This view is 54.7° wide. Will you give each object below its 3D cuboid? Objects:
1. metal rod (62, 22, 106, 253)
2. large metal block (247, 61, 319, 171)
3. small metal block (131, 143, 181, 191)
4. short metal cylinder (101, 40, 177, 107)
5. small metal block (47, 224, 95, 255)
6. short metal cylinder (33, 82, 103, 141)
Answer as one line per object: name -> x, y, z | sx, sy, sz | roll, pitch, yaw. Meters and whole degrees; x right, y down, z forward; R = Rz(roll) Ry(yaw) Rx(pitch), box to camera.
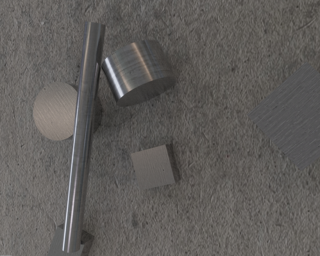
metal rod -> -0.100, 0.019, 0.399 | 0.025, 0.025, 0.298 | 12, 101, 19
large metal block -> 0.156, -0.012, 0.341 | 0.080, 0.050, 0.080 | -44, 77, 14
small metal block -> -0.005, 0.051, 0.411 | 0.050, 0.025, 0.050 | -16, 85, 19
short metal cylinder -> -0.026, -0.067, 0.389 | 0.080, 0.080, 0.050 | -26, 82, 18
small metal block -> -0.131, 0.174, 0.455 | 0.050, 0.025, 0.050 | 23, 97, 18
short metal cylinder -> -0.130, -0.023, 0.442 | 0.080, 0.050, 0.080 | 0, 90, 20
